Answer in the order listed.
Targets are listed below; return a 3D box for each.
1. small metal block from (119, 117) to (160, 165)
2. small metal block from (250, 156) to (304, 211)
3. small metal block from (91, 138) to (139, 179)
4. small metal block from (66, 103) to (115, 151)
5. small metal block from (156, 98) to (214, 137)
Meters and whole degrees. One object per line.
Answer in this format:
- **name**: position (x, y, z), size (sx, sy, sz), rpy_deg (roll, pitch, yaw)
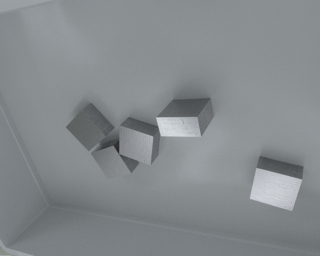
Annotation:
- **small metal block**: position (-0.029, 0.018, 0.434), size (0.050, 0.025, 0.050), rpy_deg (18, 126, 17)
- **small metal block**: position (0.141, 0.067, 0.376), size (0.050, 0.025, 0.050), rpy_deg (13, 124, 20)
- **small metal block**: position (-0.069, 0.046, 0.472), size (0.050, 0.025, 0.050), rpy_deg (-19, 109, 35)
- **small metal block**: position (-0.104, -0.001, 0.461), size (0.050, 0.025, 0.050), rpy_deg (48, 129, -6)
- **small metal block**: position (0.031, -0.013, 0.367), size (0.050, 0.050, 0.025), rpy_deg (0, 119, 28)
